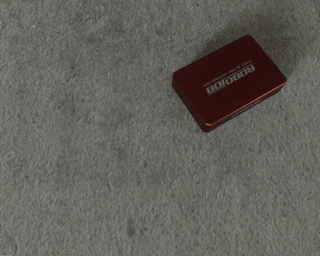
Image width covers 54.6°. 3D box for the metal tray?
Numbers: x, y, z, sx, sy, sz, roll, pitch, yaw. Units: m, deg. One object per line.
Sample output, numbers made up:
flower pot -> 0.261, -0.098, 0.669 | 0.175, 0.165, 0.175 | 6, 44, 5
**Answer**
metal tray -> 0.094, -0.063, 0.429 | 0.131, 0.030, 0.090 | -29, 73, -10
